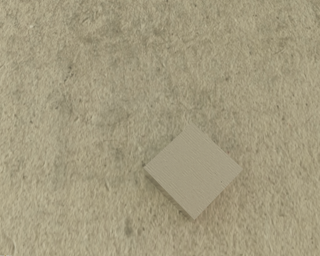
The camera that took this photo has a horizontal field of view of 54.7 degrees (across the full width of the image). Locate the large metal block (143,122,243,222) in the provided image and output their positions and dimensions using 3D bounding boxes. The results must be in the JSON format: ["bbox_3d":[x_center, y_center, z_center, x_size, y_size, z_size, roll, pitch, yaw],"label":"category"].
[{"bbox_3d":[0.038,0.054,0.376,0.080,0.050,0.080,-42,76,-14],"label":"large metal block"}]
